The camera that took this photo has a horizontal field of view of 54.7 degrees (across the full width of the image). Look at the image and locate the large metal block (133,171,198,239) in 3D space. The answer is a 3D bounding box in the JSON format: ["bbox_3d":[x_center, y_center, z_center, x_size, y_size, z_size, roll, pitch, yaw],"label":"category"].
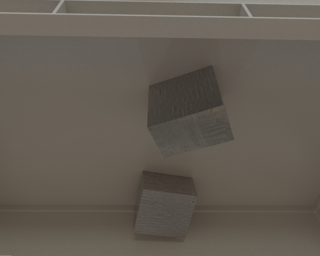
[{"bbox_3d":[0.006,0.119,0.480,0.081,0.050,0.079,10,112,-9],"label":"large metal block"}]

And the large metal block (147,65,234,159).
[{"bbox_3d":[0.033,-0.020,0.357,0.080,0.080,0.050,-16,128,13],"label":"large metal block"}]
